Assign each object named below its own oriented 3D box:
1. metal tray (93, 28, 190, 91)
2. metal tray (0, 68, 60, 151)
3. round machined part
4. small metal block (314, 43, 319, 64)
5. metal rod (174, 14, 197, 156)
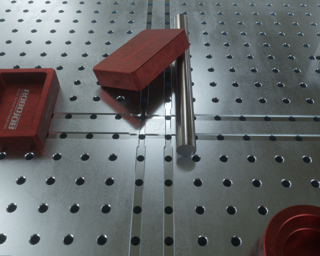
[{"bbox_3d":[-0.027,-0.109,0.475,0.090,0.030,0.131,13,47,39],"label":"metal tray"},{"bbox_3d":[-0.197,-0.029,0.426,0.091,0.030,0.130,-1,50,-2],"label":"metal tray"},{"bbox_3d":[0.143,0.127,0.292,0.099,0.042,0.098,0,50,0],"label":"round machined part"},{"bbox_3d":[0.291,-0.132,0.506,0.050,0.050,0.025,1,50,0],"label":"small metal block"},{"bbox_3d":[0.036,-0.087,0.480,0.025,0.025,0.300,1,50,0],"label":"metal rod"}]
